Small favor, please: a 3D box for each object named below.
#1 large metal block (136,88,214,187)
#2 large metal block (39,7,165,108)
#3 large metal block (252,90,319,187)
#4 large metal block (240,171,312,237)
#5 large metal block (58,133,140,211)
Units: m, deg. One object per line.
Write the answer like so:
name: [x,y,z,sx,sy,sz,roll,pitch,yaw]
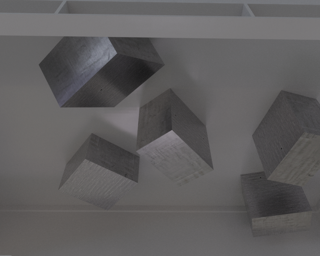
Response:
large metal block: [0.018,0.012,0.383,0.050,0.080,0.080,-32,124,24]
large metal block: [-0.056,-0.063,0.311,0.080,0.050,0.080,-36,166,27]
large metal block: [0.165,0.013,0.385,0.050,0.080,0.079,12,129,-10]
large metal block: [0.172,0.111,0.469,0.080,0.080,0.050,-10,130,8]
large metal block: [-0.087,0.065,0.447,0.080,0.050,0.080,30,124,-23]
